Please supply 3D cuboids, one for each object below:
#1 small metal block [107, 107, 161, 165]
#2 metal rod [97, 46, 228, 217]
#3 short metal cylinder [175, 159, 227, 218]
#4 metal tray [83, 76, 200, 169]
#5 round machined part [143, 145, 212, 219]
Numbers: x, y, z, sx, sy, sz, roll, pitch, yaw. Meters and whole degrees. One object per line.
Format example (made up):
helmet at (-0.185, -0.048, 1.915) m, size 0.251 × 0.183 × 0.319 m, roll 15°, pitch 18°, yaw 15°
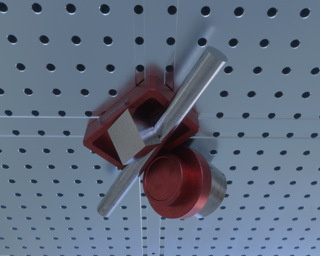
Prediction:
small metal block at (-0.032, 0.010, 0.375) m, size 0.025 × 0.050 × 0.050 m, roll -9°, pitch 156°, yaw -45°
metal rod at (-0.014, 0.026, 0.394) m, size 0.025 × 0.025 × 0.298 m, roll 22°, pitch 127°, yaw -18°
short metal cylinder at (0.048, 0.081, 0.444) m, size 0.080 × 0.080 × 0.050 m, roll -36°, pitch 122°, yaw 26°
metal tray at (-0.025, 0.002, 0.409) m, size 0.130 × 0.030 × 0.090 m, roll -35°, pitch 122°, yaw 26°
round machined part at (0.015, 0.069, 0.409) m, size 0.098 × 0.098 × 0.042 m, roll -38°, pitch 143°, yaw 27°
